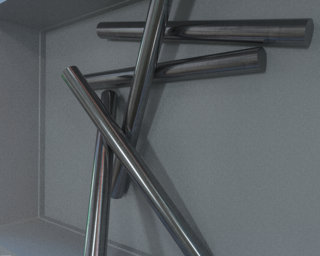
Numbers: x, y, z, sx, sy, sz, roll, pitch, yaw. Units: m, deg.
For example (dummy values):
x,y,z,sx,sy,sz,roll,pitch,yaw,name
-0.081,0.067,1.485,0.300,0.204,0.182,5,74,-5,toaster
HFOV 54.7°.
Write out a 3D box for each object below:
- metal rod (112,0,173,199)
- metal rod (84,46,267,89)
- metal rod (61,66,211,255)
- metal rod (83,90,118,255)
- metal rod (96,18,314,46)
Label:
x,y,z,sx,sy,sz,roll,pitch,yaw,name
-0.029,-0.035,0.402,0.025,0.025,0.298,33,118,35,metal rod
-0.011,-0.073,0.413,0.300,0.025,0.025,1,91,39,metal rod
-0.036,0.042,0.393,0.025,0.025,0.299,-43,77,31,metal rod
-0.073,0.072,0.383,0.025,0.025,0.300,-32,44,35,metal rod
0.026,-0.120,0.383,0.300,0.025,0.025,15,99,38,metal rod
